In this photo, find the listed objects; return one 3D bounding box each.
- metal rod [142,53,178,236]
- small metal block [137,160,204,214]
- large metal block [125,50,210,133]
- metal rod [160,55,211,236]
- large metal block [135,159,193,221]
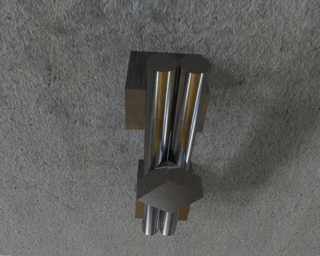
[{"bbox_3d":[-0.006,0.049,0.354,0.025,0.025,0.298,2,137,-2],"label":"metal rod"},{"bbox_3d":[0.010,0.066,0.336,0.050,0.025,0.050,30,130,-30],"label":"small metal block"},{"bbox_3d":[0.006,-0.042,0.338,0.081,0.080,0.050,3,130,-3],"label":"large metal block"},{"bbox_3d":[0.020,0.050,0.356,0.025,0.025,0.298,2,137,-2],"label":"metal rod"},{"bbox_3d":[0.005,0.096,0.473,0.081,0.050,0.079,4,130,-4],"label":"large metal block"}]
